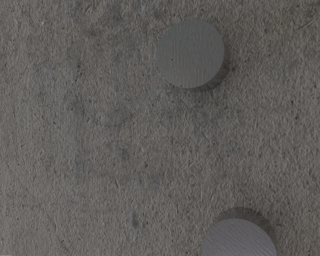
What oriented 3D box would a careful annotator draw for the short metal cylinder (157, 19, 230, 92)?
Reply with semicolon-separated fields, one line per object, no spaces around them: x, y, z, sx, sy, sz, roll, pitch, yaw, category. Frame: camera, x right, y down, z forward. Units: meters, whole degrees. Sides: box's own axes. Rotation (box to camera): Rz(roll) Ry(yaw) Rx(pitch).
0.042;-0.086;0.381;0.080;0.050;0.080;0;90;20;short metal cylinder

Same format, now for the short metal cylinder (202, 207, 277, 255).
0.094;0.139;0.362;0.080;0.050;0.080;0;90;20;short metal cylinder
